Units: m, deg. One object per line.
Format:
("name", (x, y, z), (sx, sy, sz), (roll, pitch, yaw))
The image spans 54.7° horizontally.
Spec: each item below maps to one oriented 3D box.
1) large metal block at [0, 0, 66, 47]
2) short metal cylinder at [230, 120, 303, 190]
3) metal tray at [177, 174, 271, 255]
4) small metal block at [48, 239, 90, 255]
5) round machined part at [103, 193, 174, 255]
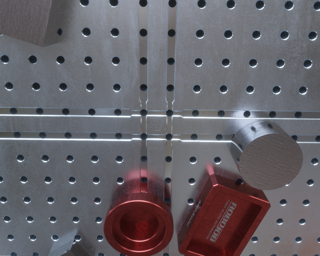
("large metal block", (-0.154, -0.144, 0.345), (0.080, 0.050, 0.079), (17, 109, -7))
("short metal cylinder", (0.140, 0.035, 0.414), (0.081, 0.050, 0.079), (0, 110, 0))
("metal tray", (0.092, 0.142, 0.463), (0.090, 0.030, 0.129), (21, 109, -8))
("small metal block", (-0.143, 0.212, 0.490), (0.050, 0.025, 0.050), (-31, 107, 10))
("round machined part", (-0.030, 0.136, 0.454), (0.099, 0.042, 0.097), (0, 110, 0))
